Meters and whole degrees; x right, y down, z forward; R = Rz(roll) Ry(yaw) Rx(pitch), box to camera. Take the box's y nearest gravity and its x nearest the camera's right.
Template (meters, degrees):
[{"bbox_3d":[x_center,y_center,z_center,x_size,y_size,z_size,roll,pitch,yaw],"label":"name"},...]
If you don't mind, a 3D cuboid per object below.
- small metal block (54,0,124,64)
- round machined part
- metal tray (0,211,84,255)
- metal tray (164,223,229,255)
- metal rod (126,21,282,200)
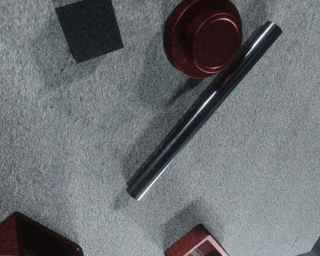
[{"bbox_3d":[-0.069,-0.099,0.309,0.050,0.025,0.050,-24,127,-14],"label":"small metal block"},{"bbox_3d":[0.057,-0.104,0.364,0.099,0.042,0.097,-14,125,-21],"label":"round machined part"},{"bbox_3d":[-0.143,0.171,0.393,0.030,0.090,0.130,-40,130,-1],"label":"metal tray"},{"bbox_3d":[0.076,0.249,0.602,0.090,0.030,0.130,-38,130,-3],"label":"metal tray"},{"bbox_3d":[0.056,-0.019,0.427,0.025,0.025,0.299,34,99,-39],"label":"metal rod"}]
